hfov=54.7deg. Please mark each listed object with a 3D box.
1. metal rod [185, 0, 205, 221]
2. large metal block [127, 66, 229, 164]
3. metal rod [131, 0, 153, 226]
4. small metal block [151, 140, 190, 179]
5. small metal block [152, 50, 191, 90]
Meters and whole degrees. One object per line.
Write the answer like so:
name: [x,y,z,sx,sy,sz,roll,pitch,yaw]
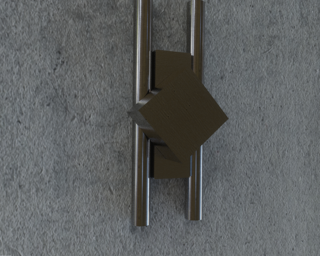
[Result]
metal rod: [0.048,-0.024,0.430,0.025,0.025,0.298,1,90,-20]
large metal block: [0.021,-0.015,0.377,0.080,0.050,0.080,-43,104,-15]
metal rod: [-0.023,-0.025,0.403,0.025,0.025,0.298,1,90,-20]
small metal block: [0.012,0.041,0.415,0.050,0.025,0.050,1,90,-21]
small metal block: [0.013,-0.075,0.415,0.050,0.025,0.050,1,90,-21]
